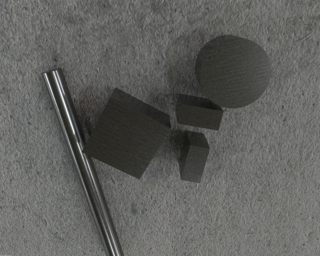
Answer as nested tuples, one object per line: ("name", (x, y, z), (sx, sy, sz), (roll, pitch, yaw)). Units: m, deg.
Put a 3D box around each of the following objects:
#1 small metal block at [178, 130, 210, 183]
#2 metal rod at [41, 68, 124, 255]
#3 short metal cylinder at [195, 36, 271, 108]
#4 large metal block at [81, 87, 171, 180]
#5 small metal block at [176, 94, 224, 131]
("small metal block", (0.044, 0.037, 0.411), (0.025, 0.050, 0.050), (11, 110, -4))
("metal rod", (-0.101, 0.066, 0.432), (0.025, 0.025, 0.298), (-12, 110, 4))
("short metal cylinder", (0.085, -0.069, 0.372), (0.081, 0.050, 0.079), (0, 110, -1))
("large metal block", (-0.042, 0.006, 0.398), (0.080, 0.050, 0.080), (27, 108, -10))
("small metal block", (0.048, -0.021, 0.389), (0.050, 0.050, 0.025), (10, 110, -4))
